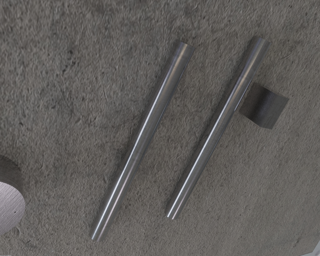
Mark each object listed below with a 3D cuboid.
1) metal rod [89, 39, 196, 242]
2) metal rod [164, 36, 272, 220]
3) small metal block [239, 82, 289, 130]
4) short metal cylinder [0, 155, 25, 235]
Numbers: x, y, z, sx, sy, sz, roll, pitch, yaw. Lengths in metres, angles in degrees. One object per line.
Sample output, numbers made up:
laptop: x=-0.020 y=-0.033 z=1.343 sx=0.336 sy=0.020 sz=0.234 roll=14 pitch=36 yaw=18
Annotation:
metal rod: x=-0.030 y=0.029 z=0.408 sx=0.025 sy=0.025 sz=0.298 roll=13 pitch=112 yaw=-34
metal rod: x=0.077 y=0.012 z=0.456 sx=0.025 sy=0.025 sz=0.298 roll=12 pitch=112 yaw=-33
small metal block: x=0.150 y=-0.033 z=0.452 sx=0.025 sy=0.050 sz=0.050 roll=10 pitch=113 yaw=-33
short metal cylinder: x=-0.190 y=0.073 z=0.332 sx=0.081 sy=0.050 sz=0.079 roll=-14 pitch=124 yaw=-21
